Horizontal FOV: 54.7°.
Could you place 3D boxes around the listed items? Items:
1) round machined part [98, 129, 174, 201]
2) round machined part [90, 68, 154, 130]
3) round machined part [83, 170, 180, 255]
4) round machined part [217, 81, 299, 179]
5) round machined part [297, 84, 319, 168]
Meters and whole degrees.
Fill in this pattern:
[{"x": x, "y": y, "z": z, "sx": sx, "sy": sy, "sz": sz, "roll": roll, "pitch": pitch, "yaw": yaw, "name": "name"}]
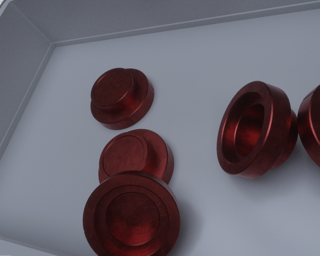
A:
[{"x": -0.036, "y": 0.044, "z": 0.386, "sx": 0.098, "sy": 0.042, "sz": 0.098, "roll": -13, "pitch": 56, "yaw": 20, "name": "round machined part"}, {"x": -0.062, "y": -0.050, "z": 0.456, "sx": 0.098, "sy": 0.042, "sz": 0.098, "roll": -13, "pitch": 56, "yaw": 20, "name": "round machined part"}, {"x": -0.028, "y": 0.093, "z": 0.330, "sx": 0.099, "sy": 0.042, "sz": 0.097, "roll": 0, "pitch": 93, "yaw": 3, "name": "round machined part"}, {"x": 0.101, "y": 0.005, "z": 0.317, "sx": 0.098, "sy": 0.042, "sz": 0.097, "roll": -162, "pitch": 89, "yaw": -76, "name": "round machined part"}, {"x": 0.172, "y": 0.003, "z": 0.284, "sx": 0.099, "sy": 0.042, "sz": 0.098, "roll": 3, "pitch": 69, "yaw": -6, "name": "round machined part"}]
